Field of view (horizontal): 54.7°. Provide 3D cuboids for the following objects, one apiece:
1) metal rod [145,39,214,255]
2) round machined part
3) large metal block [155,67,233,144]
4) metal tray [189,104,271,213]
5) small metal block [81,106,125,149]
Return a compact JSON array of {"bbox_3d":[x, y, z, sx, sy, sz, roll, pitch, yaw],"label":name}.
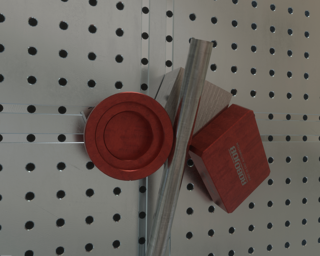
[{"bbox_3d":[0.018,0.047,0.373,0.025,0.025,0.298,7,104,-20],"label":"metal rod"},{"bbox_3d":[-0.038,0.009,0.357,0.099,0.042,0.097,0,91,-17],"label":"round machined part"},{"bbox_3d":[0.037,-0.023,0.410,0.080,0.050,0.080,24,82,-19],"label":"large metal block"},{"bbox_3d":[0.097,0.044,0.415,0.090,0.030,0.130,-40,128,-15],"label":"metal tray"},{"bbox_3d":[-0.064,-0.006,0.386,0.050,0.025,0.050,-23,98,-19],"label":"small metal block"}]
